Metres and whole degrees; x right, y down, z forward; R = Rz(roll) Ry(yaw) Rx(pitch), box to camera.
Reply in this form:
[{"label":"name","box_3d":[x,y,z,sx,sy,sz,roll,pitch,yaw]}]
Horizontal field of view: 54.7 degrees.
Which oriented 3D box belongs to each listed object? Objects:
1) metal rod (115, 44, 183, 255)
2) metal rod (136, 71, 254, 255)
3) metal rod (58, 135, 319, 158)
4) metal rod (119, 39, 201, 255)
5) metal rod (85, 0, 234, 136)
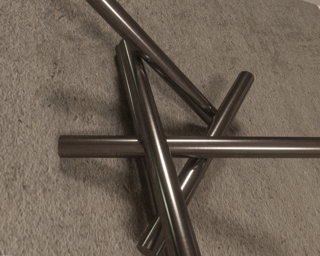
[{"label":"metal rod","box_3d":[-0.018,0.016,0.385,0.025,0.025,0.299,0,62,-29]},{"label":"metal rod","box_3d":[0.060,0.021,0.384,0.025,0.025,0.301,38,54,-3]},{"label":"metal rod","box_3d":[0.043,0.021,0.349,0.302,0.025,0.025,1,60,-5]},{"label":"metal rod","box_3d":[-0.010,0.000,0.328,0.025,0.025,0.299,6,47,-26]},{"label":"metal rod","box_3d":[-0.002,-0.085,0.393,0.300,0.025,0.025,43,48,-25]}]
